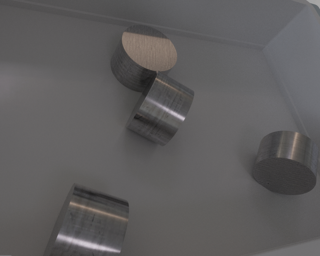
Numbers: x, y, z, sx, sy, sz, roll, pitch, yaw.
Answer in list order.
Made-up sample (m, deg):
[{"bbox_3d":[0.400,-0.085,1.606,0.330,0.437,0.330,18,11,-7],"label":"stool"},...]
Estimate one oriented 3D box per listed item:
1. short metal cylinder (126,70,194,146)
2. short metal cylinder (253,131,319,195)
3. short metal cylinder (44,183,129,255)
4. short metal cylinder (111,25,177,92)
[{"bbox_3d":[-0.001,-0.024,0.385,0.050,0.080,0.080,29,52,-10],"label":"short metal cylinder"},{"bbox_3d":[0.177,0.050,0.435,0.080,0.080,0.050,34,51,-6],"label":"short metal cylinder"},{"bbox_3d":[-0.067,0.095,0.276,0.050,0.080,0.080,23,53,-15],"label":"short metal cylinder"},{"bbox_3d":[-0.023,-0.097,0.436,0.081,0.050,0.080,14,56,-21],"label":"short metal cylinder"}]
